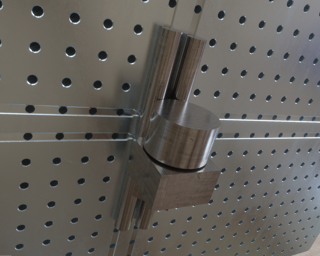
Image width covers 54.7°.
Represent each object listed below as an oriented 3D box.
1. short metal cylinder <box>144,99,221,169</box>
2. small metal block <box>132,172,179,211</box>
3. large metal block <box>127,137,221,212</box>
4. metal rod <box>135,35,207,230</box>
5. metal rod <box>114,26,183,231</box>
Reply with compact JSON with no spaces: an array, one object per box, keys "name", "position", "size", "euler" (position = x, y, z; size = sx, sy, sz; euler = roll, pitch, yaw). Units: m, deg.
[{"name":"short metal cylinder","position":[0.025,0.005,0.367],"size":[0.081,0.080,0.050],"euler":[1,118,-29]},{"name":"small metal block","position":[-0.002,0.077,0.414],"size":[0.050,0.050,0.025],"euler":[-46,154,-63]},{"name":"large metal block","position":[0.014,0.053,0.385],"size":[0.081,0.080,0.050],"euler":[0,118,-29]},{"name":"metal rod","position":[0.008,0.022,0.433],"size":[0.025,0.025,0.298],"euler":[1,118,-29]},{"name":"metal rod","position":[-0.022,0.018,0.414],"size":[0.025,0.025,0.298],"euler":[1,118,-29]}]
